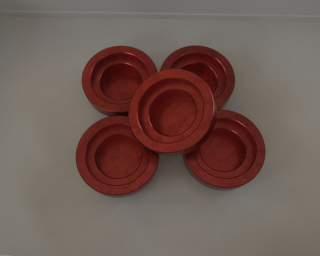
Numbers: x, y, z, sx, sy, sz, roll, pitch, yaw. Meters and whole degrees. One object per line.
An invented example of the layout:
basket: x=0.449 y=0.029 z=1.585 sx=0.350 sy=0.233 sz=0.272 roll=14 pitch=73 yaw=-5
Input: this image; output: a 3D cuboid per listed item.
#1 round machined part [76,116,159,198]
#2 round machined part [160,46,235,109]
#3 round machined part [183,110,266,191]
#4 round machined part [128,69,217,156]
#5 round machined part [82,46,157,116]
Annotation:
round machined part: x=-0.050 y=0.037 z=0.385 sx=0.099 sy=0.042 sz=0.098 roll=0 pitch=70 yaw=-1
round machined part: x=0.048 y=-0.059 z=0.421 sx=0.099 sy=0.042 sz=0.098 roll=0 pitch=70 yaw=-1
round machined part: x=0.077 y=0.030 z=0.389 sx=0.099 sy=0.042 sz=0.098 roll=0 pitch=70 yaw=-1
round machined part: x=0.017 y=-0.015 z=0.359 sx=0.098 sy=0.042 sz=0.098 roll=-5 pitch=74 yaw=17
round machined part: x=-0.052 y=-0.058 z=0.419 sx=0.099 sy=0.042 sz=0.098 roll=0 pitch=70 yaw=-1
